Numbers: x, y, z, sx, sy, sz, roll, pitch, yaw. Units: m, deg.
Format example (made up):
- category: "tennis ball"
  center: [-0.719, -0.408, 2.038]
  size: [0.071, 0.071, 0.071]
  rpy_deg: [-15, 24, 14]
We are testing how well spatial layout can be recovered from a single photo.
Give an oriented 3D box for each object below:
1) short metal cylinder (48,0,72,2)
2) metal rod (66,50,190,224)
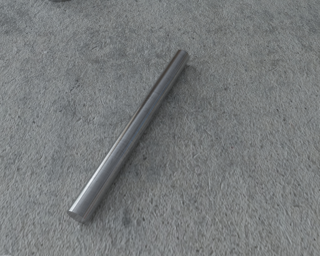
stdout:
- category: "short metal cylinder"
  center: [-0.207, -0.305, 0.642]
  size: [0.081, 0.050, 0.080]
  rpy_deg: [0, 50, 0]
- category: "metal rod"
  center: [-0.025, -0.011, 0.412]
  size: [0.025, 0.025, 0.301]
  rpy_deg: [19, 52, 15]
